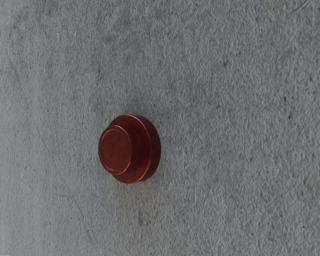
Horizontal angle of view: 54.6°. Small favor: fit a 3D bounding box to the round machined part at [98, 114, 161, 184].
[{"bbox_3d":[-0.049,0.030,0.436,0.098,0.042,0.097,0,90,40],"label":"round machined part"}]
